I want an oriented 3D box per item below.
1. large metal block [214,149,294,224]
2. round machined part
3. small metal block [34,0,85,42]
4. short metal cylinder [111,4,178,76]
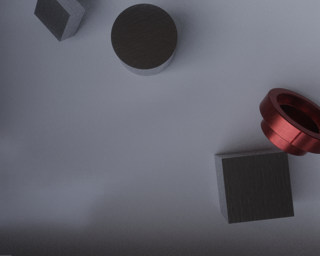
[{"bbox_3d":[0.119,0.072,0.401,0.081,0.050,0.079,-6,90,-1],"label":"large metal block"},{"bbox_3d":[0.167,-0.003,0.387,0.098,0.098,0.042,27,127,-1],"label":"round machined part"},{"bbox_3d":[-0.129,-0.148,0.395,0.050,0.050,0.025,48,49,-1],"label":"small metal block"},{"bbox_3d":[-0.019,-0.111,0.399,0.081,0.050,0.079,0,90,-1],"label":"short metal cylinder"}]
